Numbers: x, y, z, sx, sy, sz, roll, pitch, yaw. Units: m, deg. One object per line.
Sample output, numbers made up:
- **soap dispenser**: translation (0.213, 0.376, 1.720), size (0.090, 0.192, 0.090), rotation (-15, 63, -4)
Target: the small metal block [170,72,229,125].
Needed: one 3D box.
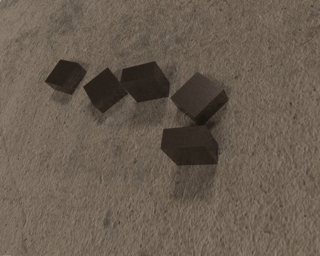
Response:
- **small metal block**: translation (0.051, -0.038, 0.399), size (0.050, 0.025, 0.050), rotation (-44, 51, -3)

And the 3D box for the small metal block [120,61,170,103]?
- **small metal block**: translation (-0.020, -0.063, 0.436), size (0.050, 0.050, 0.025), rotation (-9, 58, 23)

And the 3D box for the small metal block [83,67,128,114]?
- **small metal block**: translation (-0.085, -0.059, 0.483), size (0.050, 0.025, 0.050), rotation (-38, 51, 2)

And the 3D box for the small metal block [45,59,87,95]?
- **small metal block**: translation (-0.165, -0.090, 0.543), size (0.050, 0.025, 0.050), rotation (18, 71, 34)

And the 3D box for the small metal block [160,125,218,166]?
- **small metal block**: translation (0.035, 0.022, 0.355), size (0.050, 0.050, 0.025), rotation (-5, 60, 25)
